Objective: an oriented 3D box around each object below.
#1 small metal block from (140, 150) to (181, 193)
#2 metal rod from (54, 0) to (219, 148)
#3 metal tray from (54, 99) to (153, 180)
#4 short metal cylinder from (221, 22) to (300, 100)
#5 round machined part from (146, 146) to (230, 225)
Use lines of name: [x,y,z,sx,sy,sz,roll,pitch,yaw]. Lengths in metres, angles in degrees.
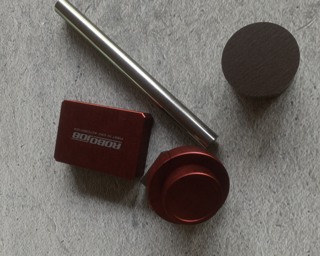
small metal block: [0.011,0.065,0.405,0.050,0.025,0.050,38,102,16]
metal rod: [-0.041,-0.081,0.423,0.300,0.025,0.025,44,104,14]
metal tray: [-0.081,0.014,0.435,0.130,0.030,0.089,11,94,19]
short metal cylinder: [0.115,-0.074,0.355,0.080,0.050,0.080,0,90,20]
round machined part: [0.035,0.073,0.363,0.099,0.042,0.097,-3,110,-7]
